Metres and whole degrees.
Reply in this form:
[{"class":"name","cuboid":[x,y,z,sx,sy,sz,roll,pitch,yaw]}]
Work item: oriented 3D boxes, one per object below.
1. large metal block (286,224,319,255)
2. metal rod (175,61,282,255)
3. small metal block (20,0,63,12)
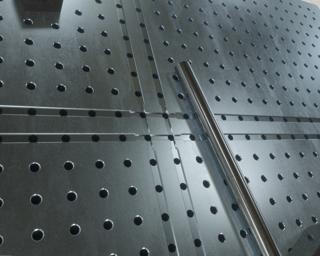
[{"class":"large metal block","cuboid":[0.220,0.180,0.401,0.081,0.050,0.080,-28,77,-37]},{"class":"metal rod","cuboid":[0.087,0.033,0.434,0.025,0.025,0.299,-9,66,-32]},{"class":"small metal block","cuboid":[-0.170,-0.191,0.433,0.050,0.025,0.050,-14,69,-34]}]
